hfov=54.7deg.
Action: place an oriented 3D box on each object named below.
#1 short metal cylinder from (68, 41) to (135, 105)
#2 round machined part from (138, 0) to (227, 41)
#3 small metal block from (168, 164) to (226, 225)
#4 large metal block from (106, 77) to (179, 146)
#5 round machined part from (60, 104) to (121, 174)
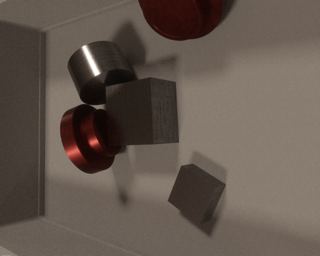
[{"bbox_3d":[-0.082,-0.076,0.437,0.080,0.081,0.050,-40,66,32],"label":"short metal cylinder"},{"bbox_3d":[0.020,-0.135,0.339,0.098,0.098,0.042,-3,51,39],"label":"round machined part"},{"bbox_3d":[0.043,0.078,0.370,0.050,0.025,0.050,31,109,35],"label":"small metal block"},{"bbox_3d":[-0.024,-0.018,0.409,0.080,0.050,0.080,-5,87,39],"label":"large metal block"},{"bbox_3d":[-0.090,0.011,0.434,0.042,0.098,0.098,-20,77,20],"label":"round machined part"}]
